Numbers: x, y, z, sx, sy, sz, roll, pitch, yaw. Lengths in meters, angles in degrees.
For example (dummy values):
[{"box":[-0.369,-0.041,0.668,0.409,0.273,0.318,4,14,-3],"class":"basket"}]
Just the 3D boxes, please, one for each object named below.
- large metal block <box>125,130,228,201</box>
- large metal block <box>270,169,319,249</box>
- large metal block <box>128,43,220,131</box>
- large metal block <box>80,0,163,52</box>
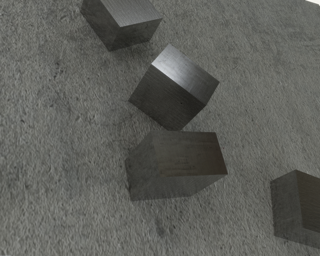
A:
[{"box":[0.015,0.044,0.349,0.081,0.080,0.050,2,61,-27],"class":"large metal block"},{"box":[0.205,0.114,0.428,0.080,0.050,0.080,21,54,-16],"class":"large metal block"},{"box":[0.016,-0.048,0.406,0.080,0.080,0.050,37,51,-4],"class":"large metal block"},{"box":[-0.057,-0.168,0.459,0.081,0.050,0.080,-28,77,-37],"class":"large metal block"}]
